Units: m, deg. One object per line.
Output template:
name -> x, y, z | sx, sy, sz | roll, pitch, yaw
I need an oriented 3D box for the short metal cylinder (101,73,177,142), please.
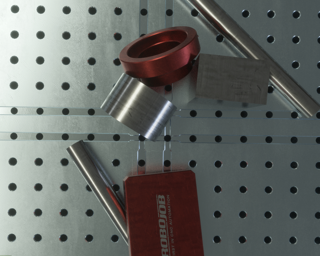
short metal cylinder -> -0.026, -0.025, 0.385 | 0.080, 0.080, 0.050 | 33, 91, -1

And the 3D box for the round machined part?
round machined part -> 0.003, -0.086, 0.385 | 0.098, 0.098, 0.042 | -21, 123, -1

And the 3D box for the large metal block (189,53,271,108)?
large metal block -> 0.082, -0.055, 0.387 | 0.081, 0.080, 0.050 | 6, 90, -1

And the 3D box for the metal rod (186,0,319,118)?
metal rod -> 0.098, -0.127, 0.414 | 0.300, 0.025, 0.025 | 44, 90, -1

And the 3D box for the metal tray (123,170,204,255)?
metal tray -> 0.004, 0.122, 0.395 | 0.091, 0.030, 0.129 | -4, 84, -13

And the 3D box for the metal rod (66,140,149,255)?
metal rod -> -0.033, 0.148, 0.413 | 0.025, 0.025, 0.299 | -33, 90, 0
